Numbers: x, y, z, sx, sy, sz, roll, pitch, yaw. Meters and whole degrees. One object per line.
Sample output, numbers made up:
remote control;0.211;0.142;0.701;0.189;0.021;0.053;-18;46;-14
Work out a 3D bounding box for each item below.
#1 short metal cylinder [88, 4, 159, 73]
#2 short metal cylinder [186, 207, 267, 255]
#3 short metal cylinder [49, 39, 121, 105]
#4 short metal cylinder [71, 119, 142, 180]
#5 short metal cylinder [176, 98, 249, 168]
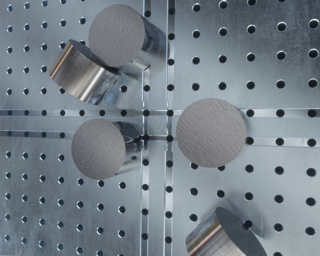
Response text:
short metal cylinder;-0.048;-0.117;0.416;0.080;0.050;0.079;0;90;20
short metal cylinder;0.076;0.139;0.356;0.080;0.080;0.050;45;104;14
short metal cylinder;-0.100;-0.075;0.419;0.080;0.080;0.050;41;103;15
short metal cylinder;-0.072;0.027;0.425;0.080;0.050;0.079;0;90;20
short metal cylinder;0.065;0.005;0.376;0.080;0.050;0.079;0;90;20
